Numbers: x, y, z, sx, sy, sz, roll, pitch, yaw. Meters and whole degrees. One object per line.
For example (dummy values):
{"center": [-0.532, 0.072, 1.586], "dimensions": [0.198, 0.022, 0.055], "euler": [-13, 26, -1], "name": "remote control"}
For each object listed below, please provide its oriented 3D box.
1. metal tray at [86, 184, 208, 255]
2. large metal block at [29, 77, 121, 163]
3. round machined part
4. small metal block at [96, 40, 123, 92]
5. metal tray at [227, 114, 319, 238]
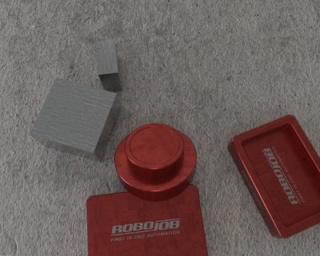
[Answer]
{"center": [-0.016, 0.119, 0.362], "dimensions": [0.131, 0.030, 0.090], "euler": [-6, 70, -3], "name": "metal tray"}
{"center": [-0.104, -0.009, 0.397], "dimensions": [0.080, 0.050, 0.080], "euler": [16, 71, 5], "name": "large metal block"}
{"center": [-0.006, 0.032, 0.370], "dimensions": [0.099, 0.042, 0.098], "euler": [-1, 48, 2], "name": "round machined part"}
{"center": [-0.069, -0.084, 0.425], "dimensions": [0.025, 0.050, 0.050], "euler": [-7, 70, -3], "name": "small metal block"}
{"center": [0.154, 0.058, 0.385], "dimensions": [0.091, 0.030, 0.130], "euler": [-21, 71, -8], "name": "metal tray"}
